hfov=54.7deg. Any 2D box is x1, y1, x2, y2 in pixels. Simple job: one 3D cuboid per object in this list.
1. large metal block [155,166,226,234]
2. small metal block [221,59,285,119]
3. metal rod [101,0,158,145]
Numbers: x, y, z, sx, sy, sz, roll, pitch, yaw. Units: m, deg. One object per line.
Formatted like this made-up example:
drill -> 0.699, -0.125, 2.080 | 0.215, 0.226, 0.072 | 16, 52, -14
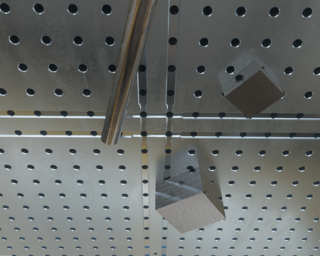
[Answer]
large metal block -> 0.048, 0.117, 0.496 | 0.080, 0.050, 0.080 | -26, 126, 20
small metal block -> 0.111, -0.046, 0.374 | 0.050, 0.025, 0.050 | 36, 121, -27
metal rod -> -0.027, -0.095, 0.330 | 0.025, 0.025, 0.298 | 12, 129, -11
